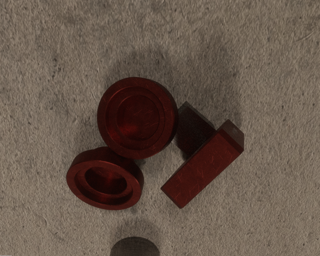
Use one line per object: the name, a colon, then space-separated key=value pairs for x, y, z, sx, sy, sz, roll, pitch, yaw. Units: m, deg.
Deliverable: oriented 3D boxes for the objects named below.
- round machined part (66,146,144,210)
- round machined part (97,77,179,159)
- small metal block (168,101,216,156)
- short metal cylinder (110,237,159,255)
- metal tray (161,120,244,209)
round machined part: x=-0.069 y=0.063 z=0.412 sx=0.099 sy=0.042 sz=0.097 roll=5 pitch=130 yaw=6
round machined part: x=-0.024 y=-0.013 z=0.384 sx=0.098 sy=0.042 sz=0.097 roll=2 pitch=95 yaw=18
small metal block: x=0.037 y=0.001 z=0.411 sx=0.050 sy=0.025 sz=0.050 roll=40 pitch=105 yaw=-13
short metal cylinder: x=-0.040 y=0.216 z=0.476 sx=0.081 sy=0.050 sz=0.079 roll=0 pitch=110 yaw=-1
metal tray: x=0.056 y=0.036 z=0.366 sx=0.030 sy=0.130 sz=0.090 roll=45 pitch=105 yaw=7
